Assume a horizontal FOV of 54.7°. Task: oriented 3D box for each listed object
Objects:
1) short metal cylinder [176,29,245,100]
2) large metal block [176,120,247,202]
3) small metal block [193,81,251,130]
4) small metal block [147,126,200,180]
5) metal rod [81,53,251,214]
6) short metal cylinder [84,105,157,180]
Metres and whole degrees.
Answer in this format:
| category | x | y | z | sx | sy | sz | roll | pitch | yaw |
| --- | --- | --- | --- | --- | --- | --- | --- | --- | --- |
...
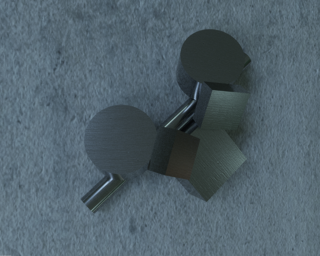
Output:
| category | x | y | z | sx | sy | sz | roll | pitch | yaw |
| --- | --- | --- | --- | --- | --- | --- | --- | --- | --- |
| short metal cylinder | 0.064 | -0.081 | 0.406 | 0.081 | 0.050 | 0.080 | 1 | 72 | -4 |
| large metal block | 0.054 | 0.037 | 0.416 | 0.080 | 0.050 | 0.080 | -43 | 104 | -15 |
| small metal block | 0.073 | -0.026 | 0.372 | 0.050 | 0.025 | 0.050 | 2 | 120 | -20 |
| small metal block | 0.017 | 0.029 | 0.352 | 0.050 | 0.025 | 0.050 | 22 | 82 | -51 |
| metal rod | 0.018 | -0.003 | 0.418 | 0.301 | 0.025 | 0.025 | -43 | 104 | -15 |
| short metal cylinder | -0.045 | 0.019 | 0.366 | 0.081 | 0.050 | 0.080 | 1 | 72 | -4 |
